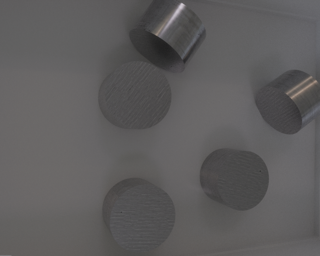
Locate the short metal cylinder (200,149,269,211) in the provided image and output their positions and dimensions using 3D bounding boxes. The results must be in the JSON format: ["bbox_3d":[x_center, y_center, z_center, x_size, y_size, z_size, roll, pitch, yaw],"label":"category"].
[{"bbox_3d":[0.104,0.070,0.435,0.081,0.050,0.080,0,90,-20],"label":"short metal cylinder"}]

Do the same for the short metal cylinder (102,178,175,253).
[{"bbox_3d":[-0.028,0.106,0.387,0.081,0.050,0.080,0,90,-20],"label":"short metal cylinder"}]

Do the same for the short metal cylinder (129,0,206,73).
[{"bbox_3d":[0.009,-0.113,0.384,0.080,0.080,0.050,36,78,-17],"label":"short metal cylinder"}]

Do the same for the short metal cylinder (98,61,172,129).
[{"bbox_3d":[-0.032,-0.038,0.385,0.081,0.050,0.080,0,90,-20],"label":"short metal cylinder"}]

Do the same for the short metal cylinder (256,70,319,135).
[{"bbox_3d":[0.189,-0.037,0.450,0.050,0.080,0.080,-34,101,-17],"label":"short metal cylinder"}]
